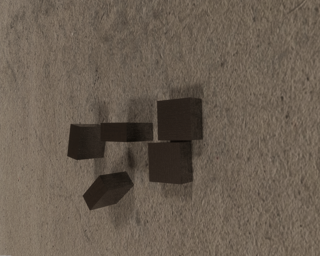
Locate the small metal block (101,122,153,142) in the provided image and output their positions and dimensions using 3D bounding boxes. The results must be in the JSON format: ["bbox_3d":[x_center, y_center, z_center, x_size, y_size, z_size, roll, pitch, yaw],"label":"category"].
[{"bbox_3d":[-0.045,0.005,0.424,0.050,0.050,0.025,0,90,39],"label":"small metal block"}]

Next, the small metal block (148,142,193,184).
[{"bbox_3d":[0.013,0.043,0.393,0.050,0.025,0.050,-3,88,39],"label":"small metal block"}]

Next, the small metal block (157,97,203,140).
[{"bbox_3d":[0.024,-0.010,0.383,0.050,0.025,0.050,-2,89,39],"label":"small metal block"}]

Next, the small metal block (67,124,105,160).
[{"bbox_3d":[-0.112,0.020,0.478,0.025,0.050,0.050,13,99,39],"label":"small metal block"}]

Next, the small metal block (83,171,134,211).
[{"bbox_3d":[-0.074,0.090,0.448,0.050,0.050,0.025,-49,61,29],"label":"small metal block"}]
